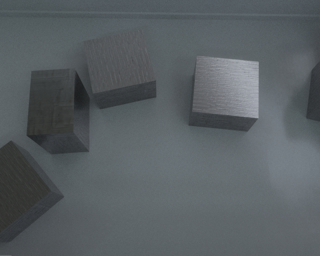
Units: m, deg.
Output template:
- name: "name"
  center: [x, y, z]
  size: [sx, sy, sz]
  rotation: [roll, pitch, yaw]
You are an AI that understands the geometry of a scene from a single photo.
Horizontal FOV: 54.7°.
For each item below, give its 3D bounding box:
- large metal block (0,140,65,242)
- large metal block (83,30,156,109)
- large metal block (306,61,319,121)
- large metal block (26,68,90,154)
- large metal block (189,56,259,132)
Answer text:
- name: "large metal block"
  center: [-0.177, 0.076, 0.367]
  size: [0.080, 0.050, 0.080]
  rotation: [-41, 75, -13]
- name: "large metal block"
  center: [-0.054, -0.079, 0.425]
  size: [0.081, 0.050, 0.080]
  rotation: [-13, 71, -5]
- name: "large metal block"
  center: [0.237, -0.057, 0.403]
  size: [0.050, 0.080, 0.080]
  rotation: [14, 71, 5]
- name: "large metal block"
  center: [-0.122, -0.018, 0.386]
  size: [0.050, 0.080, 0.080]
  rotation: [-4, 70, -1]
- name: "large metal block"
  center: [0.084, -0.045, 0.413]
  size: [0.080, 0.050, 0.080]
  rotation: [6, 70, 2]
